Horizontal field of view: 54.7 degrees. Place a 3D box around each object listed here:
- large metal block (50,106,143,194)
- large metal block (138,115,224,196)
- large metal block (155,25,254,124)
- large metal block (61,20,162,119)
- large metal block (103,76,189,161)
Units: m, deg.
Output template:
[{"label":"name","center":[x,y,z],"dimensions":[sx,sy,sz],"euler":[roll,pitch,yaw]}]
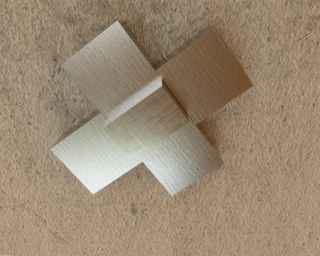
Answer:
[{"label":"large metal block","center":[-0.078,0.025,0.405],"dimensions":[0.080,0.050,0.080],"euler":[-35,107,11]},{"label":"large metal block","center":[0.024,0.028,0.408],"dimensions":[0.080,0.050,0.080],"euler":[-35,107,11]},{"label":"large metal block","center":[0.051,-0.065,0.374],"dimensions":[0.080,0.050,0.080],"euler":[-35,107,11]},{"label":"large metal block","center":[-0.054,-0.070,0.370],"dimensions":[0.080,0.050,0.080],"euler":[-35,107,11]},{"label":"large metal block","center":[-0.016,-0.017,0.375],"dimensions":[0.080,0.080,0.050],"euler":[-34,107,11]}]
